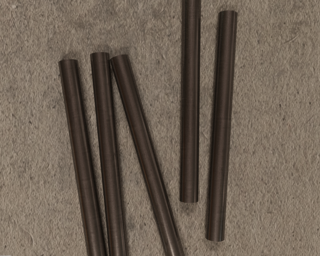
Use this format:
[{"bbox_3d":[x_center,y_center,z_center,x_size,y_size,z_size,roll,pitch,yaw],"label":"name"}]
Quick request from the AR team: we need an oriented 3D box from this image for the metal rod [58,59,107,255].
[{"bbox_3d":[-0.099,0.060,0.408,0.025,0.025,0.298,-9,90,0],"label":"metal rod"}]

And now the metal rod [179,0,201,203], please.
[{"bbox_3d":[0.040,-0.053,0.410,0.025,0.025,0.298,1,90,-1],"label":"metal rod"}]

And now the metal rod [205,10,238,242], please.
[{"bbox_3d":[0.081,-0.003,0.411,0.025,0.025,0.298,3,90,-1],"label":"metal rod"}]

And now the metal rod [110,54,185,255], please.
[{"bbox_3d":[-0.013,0.051,0.409,0.025,0.025,0.298,-16,90,0],"label":"metal rod"}]

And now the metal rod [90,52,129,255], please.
[{"bbox_3d":[-0.065,0.051,0.409,0.025,0.025,0.298,-5,90,-1],"label":"metal rod"}]
